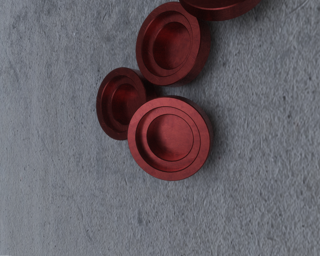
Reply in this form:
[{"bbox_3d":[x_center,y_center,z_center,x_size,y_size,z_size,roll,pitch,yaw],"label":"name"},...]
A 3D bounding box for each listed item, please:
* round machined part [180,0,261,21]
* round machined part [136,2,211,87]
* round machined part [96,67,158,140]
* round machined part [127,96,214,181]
[{"bbox_3d":[0.066,-0.154,0.323,0.098,0.042,0.098,-4,74,16],"label":"round machined part"},{"bbox_3d":[0.020,-0.098,0.378,0.098,0.042,0.097,0,90,40],"label":"round machined part"},{"bbox_3d":[-0.040,-0.032,0.428,0.098,0.042,0.097,0,90,40],"label":"round machined part"},{"bbox_3d":[0.015,0.010,0.367,0.098,0.042,0.097,4,102,19],"label":"round machined part"}]
